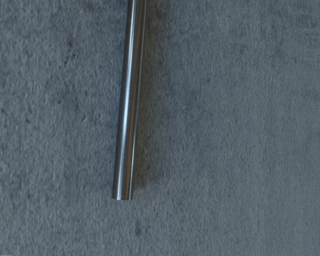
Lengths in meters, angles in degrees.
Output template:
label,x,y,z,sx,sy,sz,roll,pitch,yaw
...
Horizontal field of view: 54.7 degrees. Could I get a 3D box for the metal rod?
label,x,y,z,sx,sy,sz,roll,pitch,yaw
metal rod,-0.034,-0.065,0.377,0.025,0.025,0.298,7,85,-40
